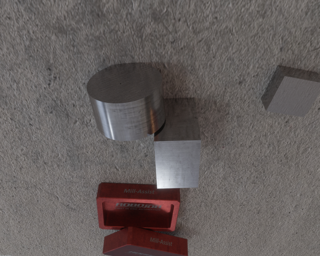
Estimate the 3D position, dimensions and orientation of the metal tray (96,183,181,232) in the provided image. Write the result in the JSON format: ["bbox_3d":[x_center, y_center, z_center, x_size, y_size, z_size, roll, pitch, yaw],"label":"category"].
[{"bbox_3d":[-0.036,0.134,0.517,0.131,0.030,0.089,3,130,-3],"label":"metal tray"}]

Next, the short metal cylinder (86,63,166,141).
[{"bbox_3d":[-0.036,-0.031,0.345,0.080,0.080,0.050,-4,130,3],"label":"short metal cylinder"}]

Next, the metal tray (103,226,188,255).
[{"bbox_3d":[-0.025,0.216,0.563,0.131,0.030,0.090,24,139,-30],"label":"metal tray"}]

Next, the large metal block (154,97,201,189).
[{"bbox_3d":[0.020,0.018,0.387,0.050,0.080,0.079,-2,130,1],"label":"large metal block"}]

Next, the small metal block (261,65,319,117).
[{"bbox_3d":[0.158,-0.043,0.372,0.050,0.025,0.050,9,130,-8],"label":"small metal block"}]
